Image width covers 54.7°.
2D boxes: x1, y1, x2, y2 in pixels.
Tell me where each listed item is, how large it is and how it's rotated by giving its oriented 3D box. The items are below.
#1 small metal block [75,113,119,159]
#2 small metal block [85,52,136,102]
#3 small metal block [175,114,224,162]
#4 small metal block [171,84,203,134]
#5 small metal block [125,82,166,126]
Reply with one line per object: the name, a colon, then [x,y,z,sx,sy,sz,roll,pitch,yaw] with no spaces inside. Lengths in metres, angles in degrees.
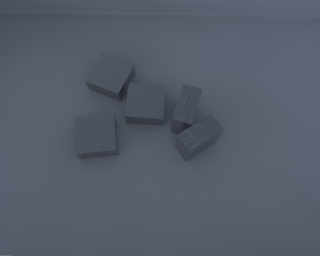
small metal block: [-0.082,0.011,0.405,0.050,0.025,0.050,-6,70,-3]
small metal block: [-0.069,-0.072,0.435,0.050,0.025,0.050,23,71,7]
small metal block: [0.048,0.014,0.392,0.050,0.050,0.025,-31,73,-11]
small metal block: [0.034,-0.021,0.405,0.025,0.050,0.050,17,71,6]
small metal block: [-0.019,-0.032,0.421,0.050,0.025,0.050,5,70,1]
